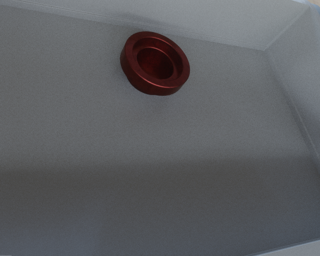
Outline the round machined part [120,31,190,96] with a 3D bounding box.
[{"bbox_3d":[-0.010,-0.086,0.441,0.099,0.042,0.098,13,56,-21],"label":"round machined part"}]
